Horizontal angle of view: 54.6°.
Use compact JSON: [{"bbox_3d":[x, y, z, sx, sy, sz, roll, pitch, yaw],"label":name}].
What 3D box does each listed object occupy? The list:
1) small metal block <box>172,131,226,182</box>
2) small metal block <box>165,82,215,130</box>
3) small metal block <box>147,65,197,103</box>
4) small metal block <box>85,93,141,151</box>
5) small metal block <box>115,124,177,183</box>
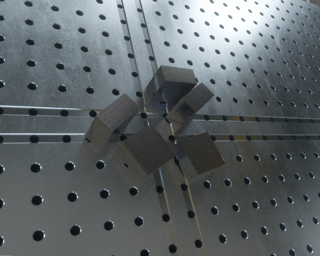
[{"bbox_3d":[0.051,0.037,0.412,0.050,0.025,0.050,-15,70,-34],"label":"small metal block"},{"bbox_3d":[0.041,-0.030,0.432,0.025,0.050,0.050,47,51,4],"label":"small metal block"},{"bbox_3d":[0.016,-0.060,0.437,0.050,0.050,0.025,2,61,-27],"label":"small metal block"},{"bbox_3d":[-0.056,-0.007,0.366,0.025,0.050,0.050,43,51,1],"label":"small metal block"},{"bbox_3d":[-0.017,0.030,0.380,0.050,0.025,0.050,-32,79,-38],"label":"small metal block"}]
